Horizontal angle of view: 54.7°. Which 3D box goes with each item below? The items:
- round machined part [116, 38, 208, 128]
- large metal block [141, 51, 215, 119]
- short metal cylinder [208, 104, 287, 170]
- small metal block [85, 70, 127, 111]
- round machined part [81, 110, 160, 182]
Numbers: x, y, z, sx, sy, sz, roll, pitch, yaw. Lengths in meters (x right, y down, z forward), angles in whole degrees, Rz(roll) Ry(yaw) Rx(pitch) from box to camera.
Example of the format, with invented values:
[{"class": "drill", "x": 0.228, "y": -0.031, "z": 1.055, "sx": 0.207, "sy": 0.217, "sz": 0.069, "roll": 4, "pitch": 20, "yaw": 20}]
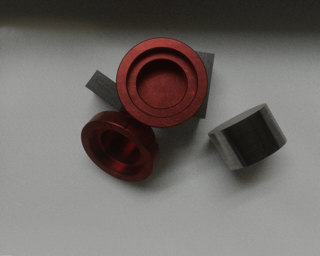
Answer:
[{"class": "round machined part", "x": 0.002, "y": -0.048, "z": 0.352, "sx": 0.099, "sy": 0.042, "sz": 0.097, "roll": 0, "pitch": 88, "yaw": -2}, {"class": "large metal block", "x": 0.021, "y": -0.056, "z": 0.399, "sx": 0.081, "sy": 0.050, "sz": 0.080, "roll": 8, "pitch": 90, "yaw": -1}, {"class": "short metal cylinder", "x": 0.107, "y": 0.011, "z": 0.385, "sx": 0.080, "sy": 0.080, "sz": 0.050, "roll": -29, "pitch": 90, "yaw": 0}, {"class": "small metal block", "x": -0.063, "y": -0.046, "z": 0.398, "sx": 0.050, "sy": 0.050, "sz": 0.025, "roll": 36, "pitch": 90, "yaw": -1}, {"class": "round machined part", "x": -0.044, "y": 0.018, "z": 0.385, "sx": 0.098, "sy": 0.097, "sz": 0.042, "roll": 34, "pitch": 47, "yaw": -1}]
